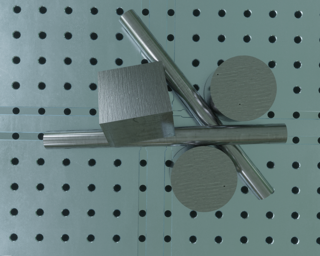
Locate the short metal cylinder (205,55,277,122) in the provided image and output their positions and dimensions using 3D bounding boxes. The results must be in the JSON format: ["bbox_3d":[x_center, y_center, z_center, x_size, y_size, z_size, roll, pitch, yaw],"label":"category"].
[{"bbox_3d":[0.101,-0.048,0.398,0.081,0.050,0.079,0,90,0],"label":"short metal cylinder"}]

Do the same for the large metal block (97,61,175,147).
[{"bbox_3d":[-0.029,-0.030,0.379,0.080,0.050,0.080,-10,55,0],"label":"large metal block"}]

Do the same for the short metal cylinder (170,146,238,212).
[{"bbox_3d":[0.053,0.061,0.398,0.081,0.050,0.079,0,90,0],"label":"short metal cylinder"}]

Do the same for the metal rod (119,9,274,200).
[{"bbox_3d":[0.048,-0.030,0.410,0.025,0.025,0.300,-38,90,0],"label":"metal rod"}]

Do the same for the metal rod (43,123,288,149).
[{"bbox_3d":[0.002,0.011,0.393,0.302,0.025,0.025,-2,90,6],"label":"metal rod"}]
